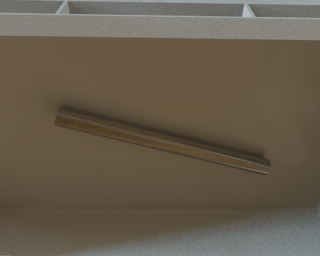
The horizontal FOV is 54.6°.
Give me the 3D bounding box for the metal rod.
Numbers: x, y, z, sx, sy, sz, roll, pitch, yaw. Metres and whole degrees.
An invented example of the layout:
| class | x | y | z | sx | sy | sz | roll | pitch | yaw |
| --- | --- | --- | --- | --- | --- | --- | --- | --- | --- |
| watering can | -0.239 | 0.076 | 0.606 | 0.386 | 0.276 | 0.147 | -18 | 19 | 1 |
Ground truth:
| class | x | y | z | sx | sy | sz | roll | pitch | yaw |
| --- | --- | --- | --- | --- | --- | --- | --- | --- | --- |
| metal rod | 0.013 | 0.021 | 0.425 | 0.302 | 0.025 | 0.025 | 14 | 129 | -12 |
